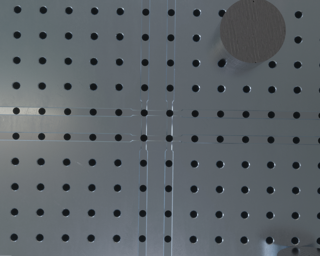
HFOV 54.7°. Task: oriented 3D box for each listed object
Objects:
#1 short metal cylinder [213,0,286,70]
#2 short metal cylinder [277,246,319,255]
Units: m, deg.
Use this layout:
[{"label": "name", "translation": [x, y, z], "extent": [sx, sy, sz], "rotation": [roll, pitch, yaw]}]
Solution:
[{"label": "short metal cylinder", "translation": [0.113, -0.119, 0.402], "extent": [0.081, 0.050, 0.079], "rotation": [0, 90, 0]}, {"label": "short metal cylinder", "translation": [0.190, 0.189, 0.387], "extent": [0.081, 0.080, 0.050], "rotation": [-2, 90, 0]}]
